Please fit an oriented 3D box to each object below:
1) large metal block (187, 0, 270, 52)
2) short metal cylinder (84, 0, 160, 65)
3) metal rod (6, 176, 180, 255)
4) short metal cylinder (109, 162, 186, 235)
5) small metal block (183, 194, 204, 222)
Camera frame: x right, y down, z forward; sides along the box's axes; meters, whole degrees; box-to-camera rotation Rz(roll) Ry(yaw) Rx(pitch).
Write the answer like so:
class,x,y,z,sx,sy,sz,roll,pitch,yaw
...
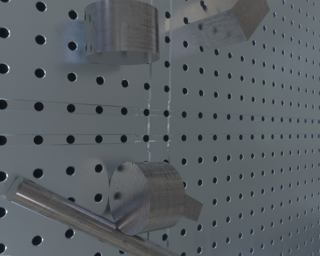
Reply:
class,x,y,z,sx,sy,sz,roll,pitch,yaw
large metal block,0.102,-0.165,0.459,0.080,0.080,0.050,-53,121,-27
short metal cylinder,-0.041,-0.101,0.339,0.081,0.080,0.050,-3,92,-40
metal rod,-0.040,0.137,0.375,0.301,0.025,0.025,40,66,-33
short metal cylinder,-0.017,0.079,0.360,0.050,0.080,0.080,5,87,-40
small metal block,0.020,0.099,0.410,0.050,0.050,0.025,35,69,-35
